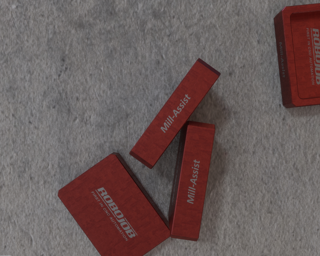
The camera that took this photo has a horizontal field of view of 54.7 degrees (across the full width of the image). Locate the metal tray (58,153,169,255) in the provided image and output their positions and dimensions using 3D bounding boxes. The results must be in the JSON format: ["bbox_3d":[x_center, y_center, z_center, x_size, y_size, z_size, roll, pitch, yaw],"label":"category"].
[{"bbox_3d":[-0.058,0.109,0.407,0.090,0.030,0.130,-36,90,-1],"label":"metal tray"}]

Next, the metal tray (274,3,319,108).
[{"bbox_3d":[0.207,-0.095,0.410,0.091,0.030,0.129,-6,90,-1],"label":"metal tray"}]

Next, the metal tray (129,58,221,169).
[{"bbox_3d":[0.016,-0.016,0.377,0.030,0.090,0.130,36,90,0],"label":"metal tray"}]

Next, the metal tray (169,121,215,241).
[{"bbox_3d":[0.036,0.058,0.378,0.030,0.090,0.129,9,90,0],"label":"metal tray"}]
